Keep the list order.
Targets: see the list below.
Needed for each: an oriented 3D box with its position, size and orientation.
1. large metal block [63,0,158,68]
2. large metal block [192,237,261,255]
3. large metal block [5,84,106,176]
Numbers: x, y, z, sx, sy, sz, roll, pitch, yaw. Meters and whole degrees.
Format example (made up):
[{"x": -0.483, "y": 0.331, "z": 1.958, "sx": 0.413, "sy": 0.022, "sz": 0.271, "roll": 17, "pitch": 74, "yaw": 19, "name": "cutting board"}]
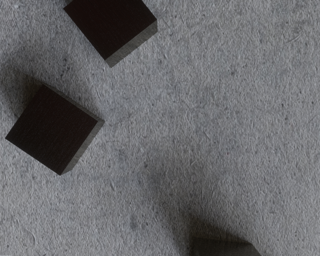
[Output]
[{"x": -0.060, "y": -0.137, "z": 0.397, "sx": 0.080, "sy": 0.050, "sz": 0.080, "roll": -38, "pitch": 90, "yaw": 0, "name": "large metal block"}, {"x": 0.083, "y": 0.179, "z": 0.383, "sx": 0.080, "sy": 0.080, "sz": 0.050, "roll": 7, "pitch": 90, "yaw": 0, "name": "large metal block"}, {"x": -0.130, "y": 0.002, "z": 0.396, "sx": 0.080, "sy": 0.050, "sz": 0.080, "roll": 35, "pitch": 90, "yaw": 0, "name": "large metal block"}]
